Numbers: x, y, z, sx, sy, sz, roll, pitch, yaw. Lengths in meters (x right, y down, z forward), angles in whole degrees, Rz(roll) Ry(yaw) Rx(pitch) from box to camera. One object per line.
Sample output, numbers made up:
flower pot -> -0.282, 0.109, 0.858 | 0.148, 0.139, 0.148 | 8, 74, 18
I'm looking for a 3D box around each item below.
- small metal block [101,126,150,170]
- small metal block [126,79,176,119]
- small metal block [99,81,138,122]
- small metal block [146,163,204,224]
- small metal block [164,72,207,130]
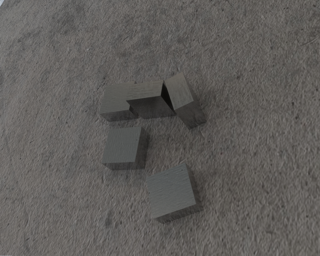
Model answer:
small metal block -> -0.045, 0.028, 0.410 | 0.050, 0.025, 0.050 | -5, 59, 25
small metal block -> -0.009, -0.037, 0.415 | 0.050, 0.050, 0.025 | -5, 60, 25
small metal block -> -0.057, -0.039, 0.458 | 0.050, 0.025, 0.050 | -6, 59, 25
small metal block -> 0.016, 0.074, 0.350 | 0.050, 0.025, 0.050 | -23, 53, 14
small metal block -> 0.033, -0.034, 0.391 | 0.025, 0.050, 0.050 | -25, 53, 13
